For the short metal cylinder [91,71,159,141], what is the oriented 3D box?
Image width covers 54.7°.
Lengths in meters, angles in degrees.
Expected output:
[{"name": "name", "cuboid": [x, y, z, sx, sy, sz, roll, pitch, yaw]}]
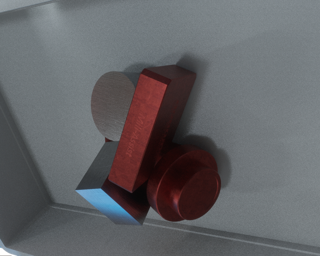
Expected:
[{"name": "short metal cylinder", "cuboid": [-0.037, -0.027, 0.373, 0.080, 0.050, 0.079, 5, 99, 38]}]

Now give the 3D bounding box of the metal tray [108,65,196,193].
[{"name": "metal tray", "cuboid": [-0.007, -0.003, 0.345, 0.030, 0.090, 0.129, 26, 112, 16]}]

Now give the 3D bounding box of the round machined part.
[{"name": "round machined part", "cuboid": [0.036, 0.073, 0.380, 0.042, 0.099, 0.097, 29, 136, 49]}]

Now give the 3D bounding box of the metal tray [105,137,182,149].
[{"name": "metal tray", "cuboid": [-0.014, 0.057, 0.443, 0.130, 0.030, 0.089, 16, 125, 18]}]

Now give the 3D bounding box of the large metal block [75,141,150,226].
[{"name": "large metal block", "cuboid": [-0.049, 0.071, 0.410, 0.050, 0.080, 0.080, -13, 128, 39]}]
